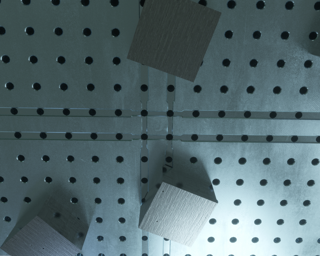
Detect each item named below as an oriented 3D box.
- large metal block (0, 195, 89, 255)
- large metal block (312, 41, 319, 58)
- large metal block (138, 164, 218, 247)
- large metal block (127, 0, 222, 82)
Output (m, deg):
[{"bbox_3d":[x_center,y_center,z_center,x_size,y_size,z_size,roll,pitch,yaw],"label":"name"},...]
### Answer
[{"bbox_3d":[-0.167,0.161,0.458,0.080,0.050,0.080,-41,105,13],"label":"large metal block"},{"bbox_3d":[0.245,-0.105,0.363,0.080,0.050,0.080,21,109,-8],"label":"large metal block"},{"bbox_3d":[0.023,0.110,0.441,0.080,0.050,0.080,23,108,-8],"label":"large metal block"},{"bbox_3d":[0.014,-0.109,0.360,0.080,0.050,0.080,19,109,-7],"label":"large metal block"}]
